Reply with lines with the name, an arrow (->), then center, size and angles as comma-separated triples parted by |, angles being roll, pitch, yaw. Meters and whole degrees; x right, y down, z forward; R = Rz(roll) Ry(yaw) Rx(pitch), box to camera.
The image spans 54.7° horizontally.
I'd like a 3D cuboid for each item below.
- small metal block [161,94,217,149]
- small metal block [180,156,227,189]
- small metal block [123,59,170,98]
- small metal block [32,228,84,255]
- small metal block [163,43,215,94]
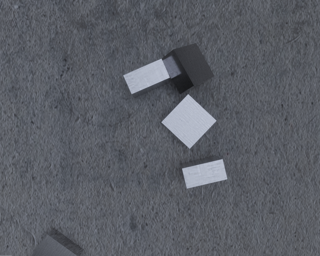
small metal block -> 0.037, -0.008, 0.410 | 0.050, 0.025, 0.050 | 43, 90, 0
small metal block -> 0.054, 0.055, 0.398 | 0.050, 0.050, 0.025 | -13, 90, 0
small metal block -> -0.016, -0.062, 0.397 | 0.050, 0.050, 0.025 | -24, 90, 0
small metal block -> -0.139, 0.171, 0.409 | 0.050, 0.025, 0.050 | 36, 90, 0
small metal block -> 0.036, -0.077, 0.396 | 0.050, 0.025, 0.050 | -29, 90, -45
